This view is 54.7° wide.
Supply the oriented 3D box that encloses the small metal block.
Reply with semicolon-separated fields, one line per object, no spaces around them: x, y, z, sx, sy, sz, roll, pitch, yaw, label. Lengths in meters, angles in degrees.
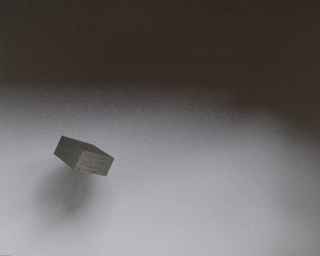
-0.095;0.035;0.387;0.050;0.050;0.025;24;90;41;small metal block
